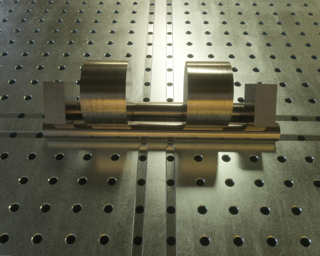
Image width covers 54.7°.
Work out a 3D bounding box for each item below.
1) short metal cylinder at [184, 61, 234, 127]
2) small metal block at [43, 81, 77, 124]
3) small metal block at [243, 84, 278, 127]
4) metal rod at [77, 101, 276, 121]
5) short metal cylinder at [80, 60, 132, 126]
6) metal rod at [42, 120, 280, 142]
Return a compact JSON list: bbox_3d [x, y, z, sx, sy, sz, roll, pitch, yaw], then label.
[{"bbox_3d":[0.056,-0.041,0.378,0.050,0.080,0.080,1,50,0],"label":"short metal cylinder"},{"bbox_3d":[-0.124,-0.033,0.389,0.025,0.050,0.050,0,8,1],"label":"small metal block"},{"bbox_3d":[0.124,-0.030,0.388,0.025,0.050,0.050,0,9,1],"label":"small metal block"},{"bbox_3d":[0.005,-0.023,0.427,0.302,0.025,0.025,1,50,0],"label":"metal rod"},{"bbox_3d":[-0.062,-0.042,0.379,0.050,0.080,0.080,1,50,0],"label":"short metal cylinder"},{"bbox_3d":[0.002,0.003,0.405,0.302,0.025,0.025,1,50,0],"label":"metal rod"}]
